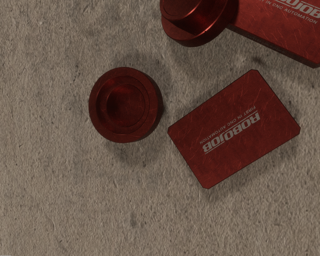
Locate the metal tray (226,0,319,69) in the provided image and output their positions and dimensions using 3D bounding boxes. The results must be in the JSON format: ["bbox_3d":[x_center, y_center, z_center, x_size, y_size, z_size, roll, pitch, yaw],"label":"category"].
[{"bbox_3d":[0.145,-0.137,0.355,0.130,0.030,0.090,32,100,16],"label":"metal tray"}]

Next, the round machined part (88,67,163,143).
[{"bbox_3d":[-0.042,-0.029,0.414,0.098,0.042,0.097,0,90,19],"label":"round machined part"}]

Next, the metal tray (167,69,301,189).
[{"bbox_3d":[0.086,0.003,0.376,0.130,0.030,0.090,-36,79,16],"label":"metal tray"}]

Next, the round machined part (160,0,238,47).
[{"bbox_3d":[0.038,-0.150,0.367,0.098,0.042,0.098,-13,70,38],"label":"round machined part"}]
